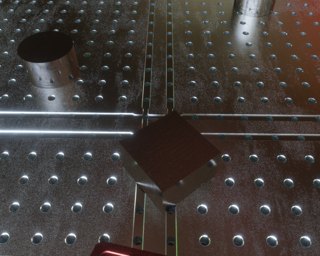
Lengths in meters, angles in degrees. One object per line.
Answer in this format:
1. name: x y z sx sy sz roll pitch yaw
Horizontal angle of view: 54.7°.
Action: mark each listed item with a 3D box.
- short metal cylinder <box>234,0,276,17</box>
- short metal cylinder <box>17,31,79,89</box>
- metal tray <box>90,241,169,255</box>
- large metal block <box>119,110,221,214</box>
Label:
1. short metal cylinder: 0.191 -0.264 0.614 0.081 0.050 0.080 0 50 0
2. short metal cylinder: -0.170 -0.106 0.479 0.081 0.050 0.080 0 50 0
3. metal tray: -0.033 0.161 0.243 0.090 0.030 0.130 7 37 15
4. large metal block: 0.010 0.037 0.360 0.081 0.050 0.080 -30 57 -23
